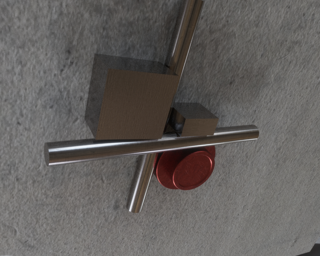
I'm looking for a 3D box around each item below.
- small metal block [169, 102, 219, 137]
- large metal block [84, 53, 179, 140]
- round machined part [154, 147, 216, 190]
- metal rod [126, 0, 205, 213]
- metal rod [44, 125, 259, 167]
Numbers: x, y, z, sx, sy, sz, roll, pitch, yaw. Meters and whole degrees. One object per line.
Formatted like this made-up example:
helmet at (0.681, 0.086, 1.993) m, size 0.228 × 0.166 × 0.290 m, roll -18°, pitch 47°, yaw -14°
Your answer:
small metal block at (0.040, -0.013, 0.408) m, size 0.050 × 0.050 × 0.025 m, roll -2°, pitch 119°, yaw -28°
large metal block at (-0.035, -0.034, 0.352) m, size 0.081 × 0.050 × 0.079 m, roll 1°, pitch 118°, yaw -29°
round machined part at (0.040, 0.052, 0.452) m, size 0.099 × 0.042 × 0.097 m, roll -14°, pitch 125°, yaw -21°
metal rod at (-0.001, -0.013, 0.402) m, size 0.025 × 0.025 × 0.298 m, roll 2°, pitch 118°, yaw -30°
metal rod at (0.013, 0.017, 0.395) m, size 0.303 × 0.025 × 0.025 m, roll -4°, pitch 121°, yaw -31°
